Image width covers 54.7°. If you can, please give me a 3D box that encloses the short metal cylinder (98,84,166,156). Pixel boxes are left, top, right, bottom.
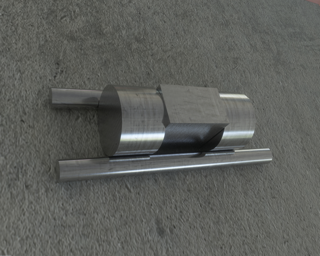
[{"bbox_3d":[-0.035,-0.009,0.356,0.050,0.080,0.080,-1,62,-29],"label":"short metal cylinder"}]

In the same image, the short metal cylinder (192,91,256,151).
[{"bbox_3d":[0.081,-0.010,0.419,0.050,0.080,0.080,-1,62,-29],"label":"short metal cylinder"}]

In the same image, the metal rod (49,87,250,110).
[{"bbox_3d":[0.006,-0.036,0.431,0.303,0.025,0.025,-1,62,-29],"label":"metal rod"}]

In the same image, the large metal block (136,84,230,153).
[{"bbox_3d":[0.024,-0.009,0.385,0.081,0.080,0.050,0,62,-28],"label":"large metal block"}]

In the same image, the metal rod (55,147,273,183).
[{"bbox_3d":[0.027,0.043,0.393,0.303,0.025,0.025,-1,62,-29],"label":"metal rod"}]
